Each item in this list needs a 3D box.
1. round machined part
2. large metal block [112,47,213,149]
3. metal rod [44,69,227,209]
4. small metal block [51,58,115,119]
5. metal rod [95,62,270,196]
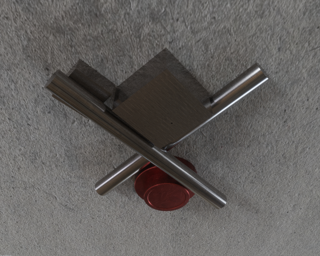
[{"bbox_3d":[0.010,0.091,0.474,0.099,0.042,0.097,-1,130,0],"label":"round machined part"},{"bbox_3d":[0.003,-0.033,0.366,0.080,0.050,0.080,-34,123,25],"label":"large metal block"},{"bbox_3d":[-0.012,0.030,0.400,0.025,0.025,0.301,-36,122,26],"label":"metal rod"},{"bbox_3d":[-0.091,-0.046,0.370,0.050,0.025,0.050,35,121,-27],"label":"small metal block"},{"bbox_3d":[0.013,0.015,0.424,0.299,0.025,0.025,-37,121,27],"label":"metal rod"}]
